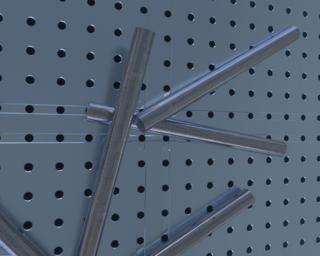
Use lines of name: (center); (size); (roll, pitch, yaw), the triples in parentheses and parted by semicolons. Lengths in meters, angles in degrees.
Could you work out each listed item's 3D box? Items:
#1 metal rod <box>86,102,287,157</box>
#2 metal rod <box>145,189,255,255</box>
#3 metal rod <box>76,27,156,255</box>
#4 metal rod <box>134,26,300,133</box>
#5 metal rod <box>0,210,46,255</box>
metal rod: (0.050, 0.006, 0.432); (0.302, 0.025, 0.025); (11, 86, -20)
metal rod: (0.007, 0.169, 0.416); (0.302, 0.025, 0.025); (-28, 100, -18)
metal rod: (-0.056, 0.030, 0.371); (0.025, 0.025, 0.298); (14, 93, -20)
metal rod: (0.093, -0.078, 0.434); (0.302, 0.025, 0.025); (-32, 101, -23)
metal rod: (-0.204, 0.080, 0.337); (0.025, 0.025, 0.300); (-42, 104, -15)
